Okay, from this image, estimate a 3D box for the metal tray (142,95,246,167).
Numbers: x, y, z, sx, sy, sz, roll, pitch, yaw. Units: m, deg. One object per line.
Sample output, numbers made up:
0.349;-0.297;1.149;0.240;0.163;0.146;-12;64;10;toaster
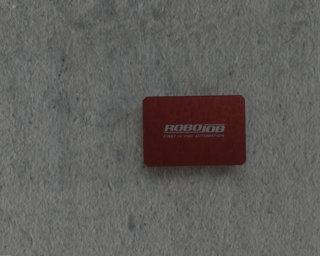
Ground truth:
0.044;0.004;0.408;0.131;0.030;0.089;-1;90;-1;metal tray
